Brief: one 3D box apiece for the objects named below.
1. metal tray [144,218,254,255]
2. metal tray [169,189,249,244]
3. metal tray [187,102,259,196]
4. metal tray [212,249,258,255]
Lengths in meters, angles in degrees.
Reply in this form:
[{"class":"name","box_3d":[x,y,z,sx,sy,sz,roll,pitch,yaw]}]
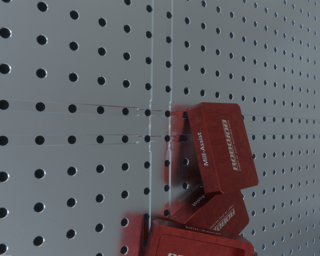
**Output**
[{"class":"metal tray","box_3d":[0.045,0.175,0.395,0.131,0.030,0.090,14,87,-7]},{"class":"metal tray","box_3d":[0.079,0.142,0.471,0.131,0.030,0.090,-32,110,-35]},{"class":"metal tray","box_3d":[0.094,0.028,0.461,0.091,0.030,0.129,-2,75,-40]},{"class":"metal tray","box_3d":[0.093,0.239,0.458,0.090,0.030,0.130,25,85,-47]}]
